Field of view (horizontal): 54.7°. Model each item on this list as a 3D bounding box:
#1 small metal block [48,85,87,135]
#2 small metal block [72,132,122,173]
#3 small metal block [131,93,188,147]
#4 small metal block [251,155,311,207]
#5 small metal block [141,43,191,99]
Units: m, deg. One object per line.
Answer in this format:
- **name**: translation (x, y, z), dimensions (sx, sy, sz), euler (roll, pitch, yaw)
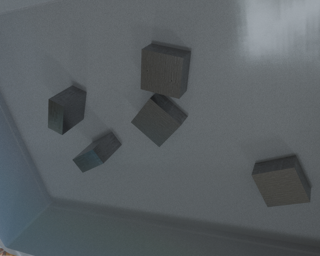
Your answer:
- **small metal block**: translation (-0.133, -0.026, 0.444), dimensions (0.025, 0.050, 0.050), euler (26, 127, 12)
- **small metal block**: translation (-0.093, 0.036, 0.462), dimensions (0.050, 0.050, 0.025), euler (-25, 105, 36)
- **small metal block**: translation (-0.001, -0.011, 0.401), dimensions (0.050, 0.025, 0.050), euler (42, 129, -1)
- **small metal block**: translation (0.146, 0.065, 0.372), dimensions (0.050, 0.025, 0.050), euler (-18, 109, 35)
- **small metal block**: translation (0.006, -0.067, 0.363), dimensions (0.050, 0.025, 0.050), euler (16, 125, 18)
